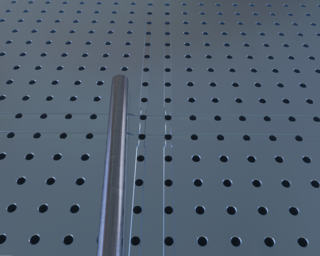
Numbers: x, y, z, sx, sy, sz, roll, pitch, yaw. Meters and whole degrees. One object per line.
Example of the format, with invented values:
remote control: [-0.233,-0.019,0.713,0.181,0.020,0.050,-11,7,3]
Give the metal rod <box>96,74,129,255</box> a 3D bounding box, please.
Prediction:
metal rod: [-0.054,0.044,0.370,0.025,0.025,0.300,-2,50,-2]
